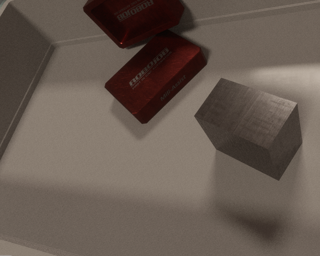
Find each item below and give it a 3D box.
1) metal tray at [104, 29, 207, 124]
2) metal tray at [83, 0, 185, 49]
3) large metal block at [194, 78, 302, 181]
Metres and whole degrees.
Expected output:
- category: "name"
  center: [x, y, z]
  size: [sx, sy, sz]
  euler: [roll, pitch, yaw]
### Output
- category: "metal tray"
  center: [-0.008, -0.079, 0.454]
  size: [0.130, 0.030, 0.090]
  euler: [-45, 51, -3]
- category: "metal tray"
  center: [-0.041, -0.176, 0.461]
  size: [0.130, 0.090, 0.030]
  euler: [-9, 50, 42]
- category: "large metal block"
  center: [0.093, 0.002, 0.320]
  size: [0.080, 0.080, 0.050]
  euler: [28, 77, 37]
